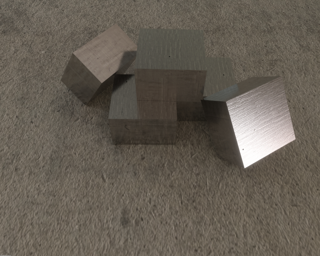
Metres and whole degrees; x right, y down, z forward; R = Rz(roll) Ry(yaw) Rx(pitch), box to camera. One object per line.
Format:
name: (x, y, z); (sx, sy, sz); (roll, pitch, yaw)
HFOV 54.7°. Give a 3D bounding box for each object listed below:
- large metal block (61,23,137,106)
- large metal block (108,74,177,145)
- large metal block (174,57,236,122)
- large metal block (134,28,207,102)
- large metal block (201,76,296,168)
large metal block: (-0.083, -0.086, 0.431); (0.050, 0.080, 0.080); (47, 58, -6)
large metal block: (-0.020, -0.025, 0.407); (0.081, 0.050, 0.080); (0, 50, 0)
large metal block: (0.060, -0.055, 0.436); (0.081, 0.050, 0.080); (0, 50, 0)
large metal block: (0.013, -0.080, 0.388); (0.081, 0.050, 0.080); (2, 50, 1)
large metal block: (0.106, -0.010, 0.370); (0.081, 0.080, 0.050); (-25, 17, -20)
